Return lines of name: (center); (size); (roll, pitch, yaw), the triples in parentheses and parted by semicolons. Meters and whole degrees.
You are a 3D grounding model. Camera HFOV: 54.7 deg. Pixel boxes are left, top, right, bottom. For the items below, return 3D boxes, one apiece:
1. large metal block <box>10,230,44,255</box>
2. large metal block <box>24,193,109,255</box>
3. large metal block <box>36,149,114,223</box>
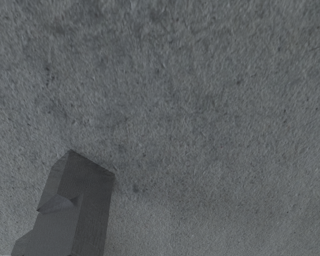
large metal block: (-0.225, 0.238, 0.590); (0.080, 0.050, 0.080); (-36, 122, 26)
large metal block: (-0.115, 0.140, 0.383); (0.080, 0.080, 0.050); (-26, 126, 20)
large metal block: (-0.117, 0.091, 0.447); (0.080, 0.080, 0.050); (36, 121, -27)
